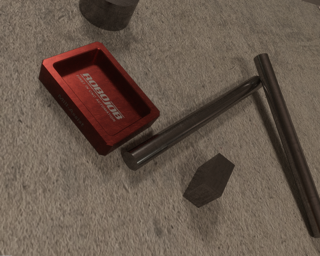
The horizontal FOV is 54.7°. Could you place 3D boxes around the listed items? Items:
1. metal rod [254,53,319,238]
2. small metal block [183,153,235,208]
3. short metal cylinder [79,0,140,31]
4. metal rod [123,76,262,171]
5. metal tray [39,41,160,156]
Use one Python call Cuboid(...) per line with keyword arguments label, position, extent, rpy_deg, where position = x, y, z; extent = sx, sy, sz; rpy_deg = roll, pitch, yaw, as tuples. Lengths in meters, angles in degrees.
Cuboid(label="metal rod", position=(0.203, 0.015, 0.488), extent=(0.025, 0.025, 0.299), rpy_deg=(0, 68, -29))
Cuboid(label="small metal block", position=(0.060, 0.065, 0.382), extent=(0.025, 0.050, 0.050), rpy_deg=(39, 51, -3))
Cuboid(label="short metal cylinder", position=(-0.076, -0.194, 0.467), extent=(0.081, 0.050, 0.080), rpy_deg=(14, 56, -21))
Cuboid(label="metal rod", position=(0.068, -0.021, 0.455), extent=(0.302, 0.025, 0.025), rpy_deg=(-30, 79, -38))
Cuboid(label="metal tray", position=(-0.074, -0.041, 0.386), extent=(0.091, 0.030, 0.130), rpy_deg=(-34, 81, -39))
